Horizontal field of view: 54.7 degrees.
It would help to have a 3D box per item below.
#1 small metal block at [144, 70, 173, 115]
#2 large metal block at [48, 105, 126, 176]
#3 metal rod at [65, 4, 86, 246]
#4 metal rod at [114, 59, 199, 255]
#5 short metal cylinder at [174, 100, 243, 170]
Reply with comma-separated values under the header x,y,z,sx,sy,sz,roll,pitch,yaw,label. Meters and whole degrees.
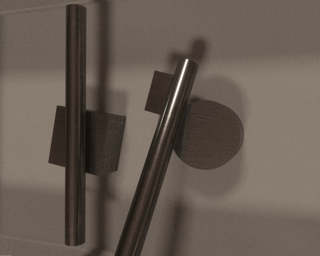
x,y,z,sx,sy,sz,roll,pitch,yaw,label
0.007,-0.042,0.394,0.025,0.050,0.050,17,96,19,small metal block
-0.100,0.016,0.431,0.080,0.050,0.079,11,94,19,large metal block
-0.107,-0.004,0.393,0.025,0.025,0.298,0,90,19,metal rod
-0.012,0.064,0.329,0.025,0.025,0.299,13,76,19,metal rod
0.059,0.008,0.376,0.080,0.050,0.079,0,90,19,short metal cylinder
